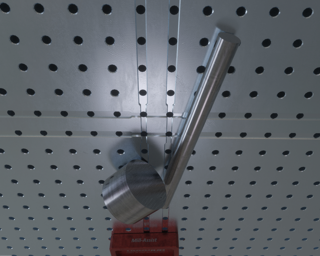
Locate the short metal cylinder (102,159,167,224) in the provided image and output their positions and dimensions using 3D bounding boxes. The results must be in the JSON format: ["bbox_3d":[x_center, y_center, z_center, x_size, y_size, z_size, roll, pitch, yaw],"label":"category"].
[{"bbox_3d":[-0.037,0.093,0.454,0.080,0.080,0.050,37,121,-27],"label":"short metal cylinder"}]

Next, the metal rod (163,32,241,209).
[{"bbox_3d":[0.039,0.014,0.423,0.025,0.025,0.298,10,130,-9],"label":"metal rod"}]

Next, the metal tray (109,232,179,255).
[{"bbox_3d":[-0.028,0.247,0.618,0.131,0.030,0.089,-2,130,1],"label":"metal tray"}]
